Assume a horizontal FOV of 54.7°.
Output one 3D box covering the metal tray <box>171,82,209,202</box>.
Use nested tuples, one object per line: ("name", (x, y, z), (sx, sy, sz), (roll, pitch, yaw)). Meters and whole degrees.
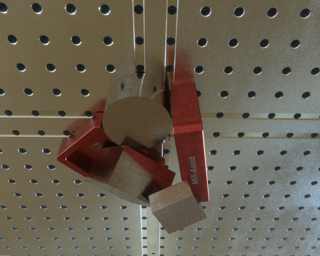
("metal tray", (0.038, 0.020, 0.387), (0.030, 0.090, 0.129), (-7, 130, 6))

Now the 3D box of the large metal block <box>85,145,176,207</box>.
("large metal block", (-0.040, 0.065, 0.409), (0.080, 0.050, 0.080), (32, 159, -25))

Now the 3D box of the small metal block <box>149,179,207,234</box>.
("small metal block", (0.021, 0.094, 0.368), (0.050, 0.025, 0.050), (-25, 127, 6))

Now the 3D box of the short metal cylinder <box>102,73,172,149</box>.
("short metal cylinder", (-0.027, -0.020, 0.378), (0.081, 0.050, 0.079), (0, 130, 0))

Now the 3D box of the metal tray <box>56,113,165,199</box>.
("metal tray", (-0.067, 0.045, 0.445), (0.090, 0.030, 0.130), (-36, 122, 26))
